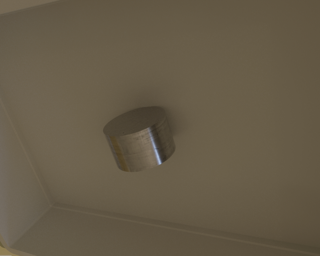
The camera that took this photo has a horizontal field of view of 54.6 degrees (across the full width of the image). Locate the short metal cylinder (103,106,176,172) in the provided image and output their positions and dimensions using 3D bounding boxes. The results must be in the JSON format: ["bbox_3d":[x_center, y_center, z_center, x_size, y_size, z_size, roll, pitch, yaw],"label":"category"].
[{"bbox_3d":[-0.025,0.012,0.395,0.080,0.080,0.050,-3,117,30],"label":"short metal cylinder"}]
